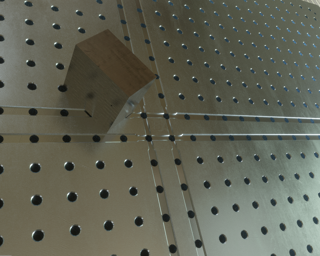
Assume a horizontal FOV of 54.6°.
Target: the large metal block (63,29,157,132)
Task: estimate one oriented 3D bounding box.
[{"bbox_3d":[-0.063,-0.055,0.372,0.080,0.080,0.050,45,51,3],"label":"large metal block"}]
